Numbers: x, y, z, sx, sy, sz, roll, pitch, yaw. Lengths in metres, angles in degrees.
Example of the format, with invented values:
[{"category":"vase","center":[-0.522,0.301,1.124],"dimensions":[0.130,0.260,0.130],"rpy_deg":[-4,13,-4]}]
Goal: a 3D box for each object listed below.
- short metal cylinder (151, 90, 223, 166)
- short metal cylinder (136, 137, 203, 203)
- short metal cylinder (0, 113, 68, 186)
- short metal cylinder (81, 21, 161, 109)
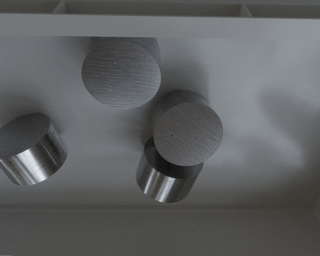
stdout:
[{"category":"short metal cylinder","center":[0.031,-0.001,0.378],"dimensions":[0.081,0.050,0.079],"rpy_deg":[-2,112,-5]},{"category":"short metal cylinder","center":[0.012,0.053,0.419],"dimensions":[0.081,0.080,0.050],"rpy_deg":[12,129,-10]},{"category":"short metal cylinder","center":[-0.166,0.026,0.393],"dimensions":[0.080,0.080,0.050],"rpy_deg":[-11,129,8]},{"category":"short metal cylinder","center":[-0.039,-0.067,0.335],"dimensions":[0.081,0.050,0.079],"rpy_deg":[0,130,0]}]
